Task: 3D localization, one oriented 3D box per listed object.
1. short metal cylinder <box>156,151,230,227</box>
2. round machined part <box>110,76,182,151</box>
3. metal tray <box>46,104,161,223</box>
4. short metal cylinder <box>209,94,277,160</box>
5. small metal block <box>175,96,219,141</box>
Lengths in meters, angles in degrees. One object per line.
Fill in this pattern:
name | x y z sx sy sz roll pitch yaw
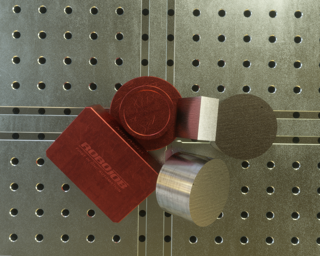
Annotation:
short metal cylinder | 0.041 0.072 0.376 0.050 0.081 0.080 10 90 43
round machined part | -0.016 -0.019 0.400 0.099 0.042 0.097 0 90 0
metal tray | -0.068 0.045 0.395 0.130 0.030 0.090 45 105 -1
short metal cylinder | 0.102 -0.002 0.398 0.081 0.050 0.079 0 90 0
small metal block | 0.044 -0.011 0.379 0.025 0.050 0.050 6 89 -28
